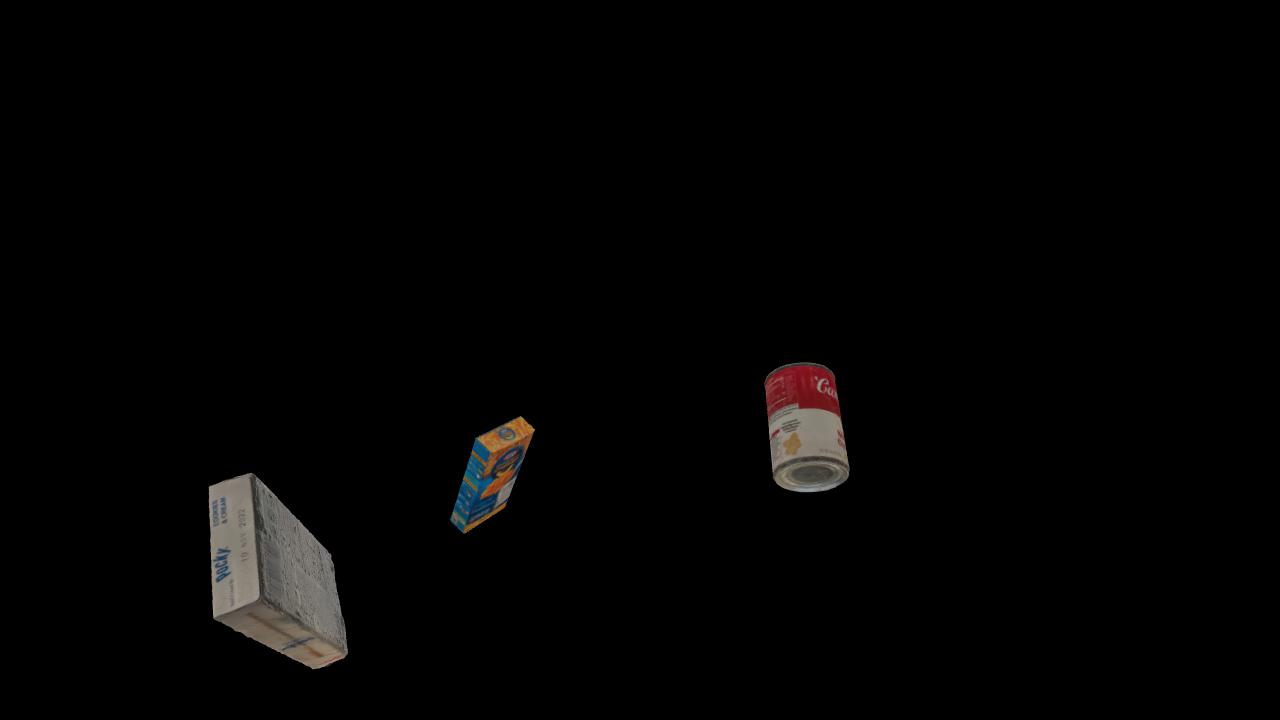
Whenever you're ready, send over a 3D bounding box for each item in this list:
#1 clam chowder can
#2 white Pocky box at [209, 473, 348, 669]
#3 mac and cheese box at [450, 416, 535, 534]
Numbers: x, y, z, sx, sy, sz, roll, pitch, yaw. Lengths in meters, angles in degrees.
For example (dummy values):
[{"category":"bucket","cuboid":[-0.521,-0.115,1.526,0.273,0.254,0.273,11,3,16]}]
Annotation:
[{"category":"clam chowder can","cuboid":[0.152,0.062,0.569,0.068,0.102,0.068,3,-35,2]},{"category":"white Pocky box","cuboid":[-0.235,0.145,0.407,0.028,0.084,0.154,-17,-32,-18]},{"category":"mac and cheese box","cuboid":[-0.228,0.178,0.947,0.041,0.184,0.093,39,35,20]}]
